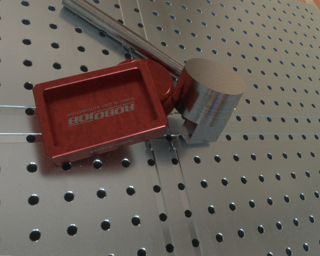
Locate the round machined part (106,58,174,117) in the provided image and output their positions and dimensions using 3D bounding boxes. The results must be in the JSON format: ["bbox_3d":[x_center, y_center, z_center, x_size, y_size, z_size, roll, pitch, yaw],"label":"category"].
[{"bbox_3d":[-0.020,-0.055,0.422,0.099,0.042,0.098,14,56,-21],"label":"round machined part"}]

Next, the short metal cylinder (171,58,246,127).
[{"bbox_3d":[0.061,-0.046,0.394,0.081,0.050,0.080,14,37,-11],"label":"short metal cylinder"}]

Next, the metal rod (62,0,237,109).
[{"bbox_3d":[-0.009,-0.112,0.472,0.301,0.025,0.025,32,52,-8],"label":"metal rod"}]

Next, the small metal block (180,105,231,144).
[{"bbox_3d":[0.062,-0.006,0.427,0.050,0.050,0.025,-3,44,-30],"label":"small metal block"}]

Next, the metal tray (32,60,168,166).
[{"bbox_3d":[-0.067,-0.020,0.351,0.131,0.030,0.090,-16,69,-11],"label":"metal tray"}]
